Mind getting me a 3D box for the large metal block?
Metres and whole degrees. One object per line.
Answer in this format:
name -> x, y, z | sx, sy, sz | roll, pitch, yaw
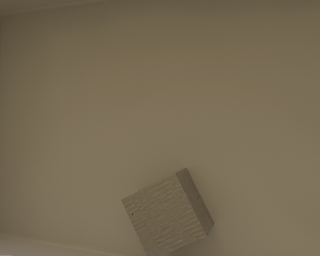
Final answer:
large metal block -> 0.011, 0.107, 0.394 | 0.080, 0.050, 0.080 | -29, 81, 17
